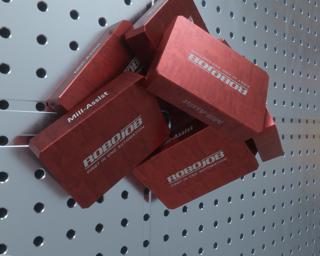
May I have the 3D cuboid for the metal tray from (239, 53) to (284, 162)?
[{"bbox_3d":[0.126,-0.028,0.428,0.090,0.030,0.130,46,25,-53],"label":"metal tray"}]

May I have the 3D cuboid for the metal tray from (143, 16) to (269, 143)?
[{"bbox_3d":[0.056,-0.052,0.337,0.131,0.030,0.090,28,57,-16],"label":"metal tray"}]

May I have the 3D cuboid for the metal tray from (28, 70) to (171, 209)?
[{"bbox_3d":[-0.056,0.011,0.329,0.131,0.030,0.090,-40,131,-20],"label":"metal tray"}]

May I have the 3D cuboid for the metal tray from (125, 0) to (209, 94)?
[{"bbox_3d":[0.018,-0.114,0.395,0.090,0.030,0.130,56,44,-27],"label":"metal tray"}]

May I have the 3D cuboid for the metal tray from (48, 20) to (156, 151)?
[{"bbox_3d":[-0.052,-0.049,0.360,0.090,0.030,0.130,46,62,-30],"label":"metal tray"}]

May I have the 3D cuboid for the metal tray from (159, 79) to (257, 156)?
[{"bbox_3d":[0.068,-0.008,0.424,0.130,0.090,0.030,51,60,-27],"label":"metal tray"}]

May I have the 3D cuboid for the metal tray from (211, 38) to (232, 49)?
[{"bbox_3d":[0.094,-0.063,0.454,0.131,0.030,0.090,19,77,-59],"label":"metal tray"}]

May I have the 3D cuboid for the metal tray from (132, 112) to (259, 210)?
[{"bbox_3d":[0.043,0.041,0.383,0.090,0.130,0.030,51,18,-29],"label":"metal tray"}]
